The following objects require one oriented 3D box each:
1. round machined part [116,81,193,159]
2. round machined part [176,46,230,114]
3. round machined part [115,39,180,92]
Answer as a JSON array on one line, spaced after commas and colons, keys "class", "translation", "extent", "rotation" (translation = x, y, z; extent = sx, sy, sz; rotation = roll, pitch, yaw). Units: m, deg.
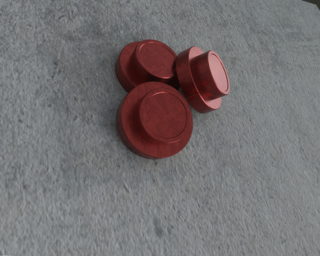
[{"class": "round machined part", "translation": [-0.001, -0.012, 0.384], "extent": [0.099, 0.042, 0.098], "rotation": [6, 77, -24]}, {"class": "round machined part", "translation": [0.068, -0.073, 0.449], "extent": [0.098, 0.042, 0.098], "rotation": [33, 47, -45]}, {"class": "round machined part", "translation": [-0.011, -0.087, 0.442], "extent": [0.099, 0.042, 0.098], "rotation": [14, 56, -21]}]
